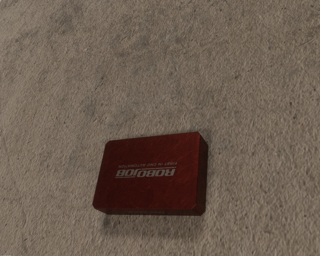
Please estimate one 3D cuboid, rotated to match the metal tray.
[{"bbox_3d":[-0.011,0.056,0.371,0.130,0.030,0.090,-6,59,24],"label":"metal tray"}]
